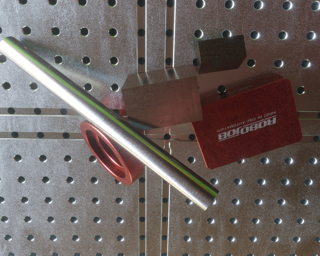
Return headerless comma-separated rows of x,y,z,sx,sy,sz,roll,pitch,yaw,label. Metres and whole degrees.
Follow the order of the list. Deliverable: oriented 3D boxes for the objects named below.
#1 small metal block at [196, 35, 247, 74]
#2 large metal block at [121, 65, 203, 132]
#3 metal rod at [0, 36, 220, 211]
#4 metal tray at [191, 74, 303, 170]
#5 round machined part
0.070,-0.086,0.366,0.050,0.050,0.025,-8,85,2,small metal block
0.003,-0.038,0.370,0.080,0.080,0.050,-10,110,3,large metal block
-0.067,-0.014,0.340,0.300,0.025,0.025,36,108,14,metal rod
0.111,-0.007,0.410,0.131,0.030,0.090,-19,109,6,metal tray
-0.053,0.022,0.392,0.042,0.098,0.098,-39,110,-26,round machined part
